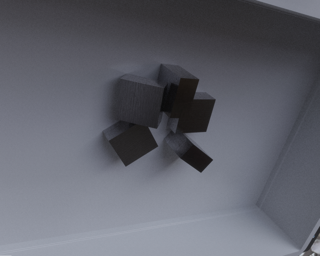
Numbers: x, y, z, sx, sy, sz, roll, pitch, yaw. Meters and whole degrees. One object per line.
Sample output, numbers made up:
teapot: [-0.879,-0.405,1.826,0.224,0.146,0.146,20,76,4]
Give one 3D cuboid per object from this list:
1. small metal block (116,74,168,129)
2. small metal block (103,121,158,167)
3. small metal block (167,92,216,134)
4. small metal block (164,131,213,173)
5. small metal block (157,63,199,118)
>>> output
small metal block: [-0.021,-0.032,0.361,0.050,0.025,0.050,13,115,7]
small metal block: [-0.037,0.014,0.398,0.050,0.025,0.050,-32,129,-8]
small metal block: [0.042,-0.021,0.420,0.050,0.025,0.050,-3,120,-28]
small metal block: [0.040,0.030,0.435,0.025,0.050,0.050,-48,129,5]
small metal block: [0.017,-0.045,0.376,0.025,0.050,0.050,0,119,-29]
